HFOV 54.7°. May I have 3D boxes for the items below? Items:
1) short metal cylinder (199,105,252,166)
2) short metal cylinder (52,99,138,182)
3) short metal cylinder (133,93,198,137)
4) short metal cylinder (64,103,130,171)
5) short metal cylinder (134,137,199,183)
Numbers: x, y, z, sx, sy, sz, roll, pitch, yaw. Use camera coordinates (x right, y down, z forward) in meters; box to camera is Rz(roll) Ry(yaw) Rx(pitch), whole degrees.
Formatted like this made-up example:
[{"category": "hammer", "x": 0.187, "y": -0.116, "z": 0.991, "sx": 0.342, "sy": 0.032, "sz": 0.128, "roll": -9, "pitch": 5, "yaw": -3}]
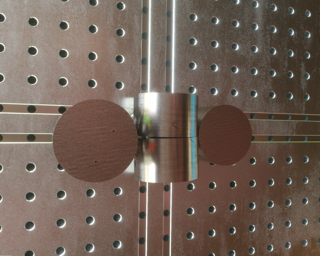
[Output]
[{"category": "short metal cylinder", "x": 0.078, "y": 0.009, "z": 0.427, "sx": 0.081, "sy": 0.050, "sz": 0.079, "roll": 0, "pitch": 90, "yaw": -20}, {"category": "short metal cylinder", "x": -0.068, "y": 0.012, "z": 0.319, "sx": 0.081, "sy": 0.050, "sz": 0.079, "roll": 0, "pitch": 90, "yaw": -20}, {"category": "short metal cylinder", "x": 0.007, "y": -0.015, "z": 0.386, "sx": 0.081, "sy": 0.080, "sz": 0.050, "roll": 1, "pitch": 91, "yaw": -20}, {"category": "short metal cylinder", "x": -0.074, "y": 0.008, "z": 0.372, "sx": 0.081, "sy": 0.050, "sz": 0.079, "roll": 0, "pitch": 90, "yaw": -20}, {"category": "short metal cylinder", "x": 0.008, "y": 0.036, "z": 0.386, "sx": 0.081, "sy": 0.080, "sz": 0.050, "roll": -1, "pitch": 91, "yaw": -20}]
